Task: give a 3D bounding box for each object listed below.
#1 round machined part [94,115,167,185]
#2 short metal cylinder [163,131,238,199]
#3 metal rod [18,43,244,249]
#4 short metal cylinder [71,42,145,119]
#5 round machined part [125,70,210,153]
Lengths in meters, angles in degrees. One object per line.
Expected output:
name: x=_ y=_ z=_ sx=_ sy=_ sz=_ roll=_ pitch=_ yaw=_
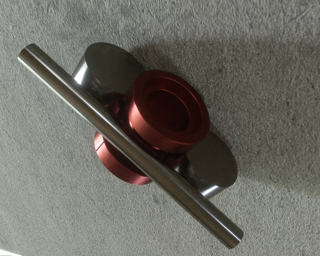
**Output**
round machined part: x=-0.027 y=0.017 z=0.383 sx=0.098 sy=0.098 sz=0.042 roll=43 pitch=125 yaw=-2
short metal cylinder: x=0.046 y=0.046 z=0.375 sx=0.080 sy=0.080 sz=0.050 roll=43 pitch=129 yaw=-2
metal rod: x=-0.029 y=0.021 z=0.332 sx=0.300 sy=0.025 sz=0.025 roll=42 pitch=129 yaw=-2
short metal cylinder: x=-0.061 y=-0.055 z=0.369 sx=0.080 sy=0.080 sz=0.050 roll=43 pitch=129 yaw=-2
round machined part: x=0.005 y=-0.014 z=0.349 sx=0.098 sy=0.098 sz=0.042 roll=43 pitch=133 yaw=-2
